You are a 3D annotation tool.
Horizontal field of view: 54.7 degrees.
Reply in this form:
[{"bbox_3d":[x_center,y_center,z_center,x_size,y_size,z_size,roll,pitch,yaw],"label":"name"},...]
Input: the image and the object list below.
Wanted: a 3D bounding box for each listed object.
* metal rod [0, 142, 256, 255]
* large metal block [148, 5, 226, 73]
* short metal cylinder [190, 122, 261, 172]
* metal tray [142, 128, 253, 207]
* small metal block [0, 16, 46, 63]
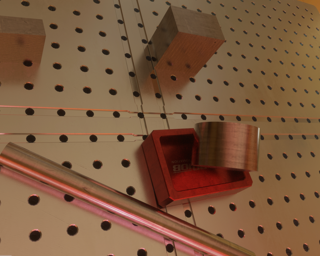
[{"bbox_3d":[-0.024,0.092,0.339,0.301,0.025,0.025,27,52,-12],"label":"metal rod"},{"bbox_3d":[0.039,-0.132,0.476,0.081,0.080,0.050,1,62,-28],"label":"large metal block"},{"bbox_3d":[0.080,0.025,0.378,0.081,0.080,0.050,10,80,-23],"label":"short metal cylinder"},{"bbox_3d":[0.050,0.046,0.405,0.131,0.030,0.090,-3,63,-30],"label":"metal tray"},{"bbox_3d":[-0.167,-0.103,0.366,0.050,0.050,0.025,-6,65,-31],"label":"small metal block"}]
